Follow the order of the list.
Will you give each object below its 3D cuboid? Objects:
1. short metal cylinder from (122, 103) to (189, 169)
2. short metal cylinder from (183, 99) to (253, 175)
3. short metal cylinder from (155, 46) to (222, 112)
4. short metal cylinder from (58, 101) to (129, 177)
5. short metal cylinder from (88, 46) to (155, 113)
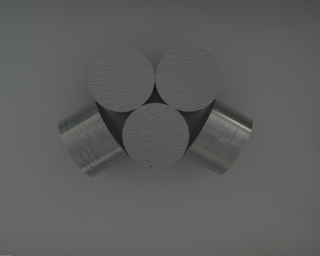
[{"bbox_3d":[-0.005,0.009,0.397,0.081,0.050,0.080,0,90,0],"label":"short metal cylinder"},{"bbox_3d":[0.070,0.011,0.382,0.050,0.080,0.080,30,90,0],"label":"short metal cylinder"},{"bbox_3d":[0.034,-0.060,0.397,0.081,0.050,0.080,0,90,0],"label":"short metal cylinder"},{"bbox_3d":[-0.079,0.013,0.382,0.050,0.080,0.080,-30,90,0],"label":"short metal cylinder"},{"bbox_3d":[-0.046,-0.059,0.397,0.081,0.050,0.080,0,90,0],"label":"short metal cylinder"}]
